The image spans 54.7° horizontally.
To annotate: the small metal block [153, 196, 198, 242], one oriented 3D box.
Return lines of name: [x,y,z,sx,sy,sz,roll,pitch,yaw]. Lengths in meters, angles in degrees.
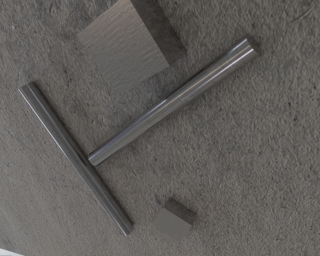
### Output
small metal block: [0.023,0.143,0.483,0.050,0.025,0.050,31,128,8]

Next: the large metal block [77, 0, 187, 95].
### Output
large metal block: [-0.031,-0.095,0.348,0.080,0.050,0.080,-23,106,36]

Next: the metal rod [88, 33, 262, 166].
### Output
metal rod: [-0.005,-0.017,0.398,0.299,0.025,0.025,-34,99,38]

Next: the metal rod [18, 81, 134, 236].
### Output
metal rod: [-0.132,0.059,0.512,0.025,0.025,0.299,-21,108,36]
